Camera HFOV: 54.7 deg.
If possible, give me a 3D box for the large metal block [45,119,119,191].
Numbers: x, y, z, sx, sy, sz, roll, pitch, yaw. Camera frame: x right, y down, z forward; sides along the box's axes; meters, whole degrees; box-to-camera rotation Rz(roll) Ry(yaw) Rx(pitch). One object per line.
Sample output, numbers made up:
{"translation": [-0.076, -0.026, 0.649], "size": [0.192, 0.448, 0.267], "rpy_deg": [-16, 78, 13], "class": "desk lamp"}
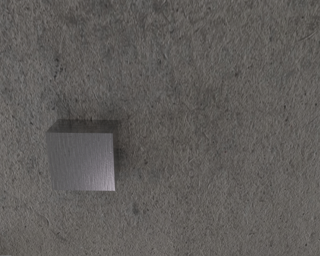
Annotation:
{"translation": [-0.098, 0.035, 0.408], "size": [0.081, 0.050, 0.079], "rpy_deg": [1, 110, -1], "class": "large metal block"}
